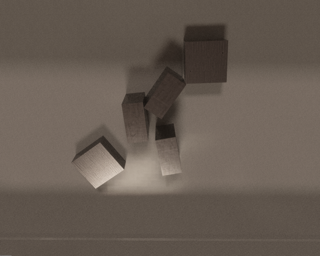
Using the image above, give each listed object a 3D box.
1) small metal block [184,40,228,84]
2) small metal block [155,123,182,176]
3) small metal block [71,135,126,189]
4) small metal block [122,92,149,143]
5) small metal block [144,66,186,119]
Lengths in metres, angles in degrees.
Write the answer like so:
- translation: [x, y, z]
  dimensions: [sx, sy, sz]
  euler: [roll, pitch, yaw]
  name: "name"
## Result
- translation: [0.055, -0.083, 0.382]
  dimensions: [0.050, 0.025, 0.050]
  euler: [-2, 110, 0]
  name: "small metal block"
- translation: [0.011, 0.027, 0.408]
  dimensions: [0.025, 0.050, 0.050]
  euler: [-10, 110, 3]
  name: "small metal block"
- translation: [-0.084, 0.047, 0.428]
  dimensions: [0.050, 0.025, 0.050]
  euler: [-35, 107, 11]
  name: "small metal block"
- translation: [-0.030, -0.014, 0.392]
  dimensions: [0.025, 0.050, 0.050]
  euler: [-6, 110, 2]
  name: "small metal block"
- translation: [0.005, -0.045, 0.381]
  dimensions: [0.025, 0.050, 0.050]
  euler: [33, 106, -12]
  name: "small metal block"
